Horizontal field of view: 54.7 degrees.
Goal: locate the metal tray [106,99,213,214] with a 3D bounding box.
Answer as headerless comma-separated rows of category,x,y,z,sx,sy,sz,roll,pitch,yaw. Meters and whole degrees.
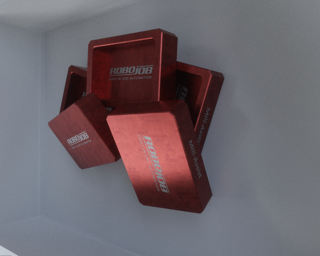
metal tray,0.001,0.034,0.357,0.090,0.030,0.129,-2,118,34

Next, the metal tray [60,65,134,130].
metal tray,-0.101,-0.039,0.480,0.130,0.030,0.089,25,106,37

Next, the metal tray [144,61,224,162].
metal tray,0.017,-0.016,0.385,0.090,0.030,0.129,24,105,37

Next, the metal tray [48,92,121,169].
metal tray,-0.104,0.010,0.441,0.130,0.030,0.090,-19,108,54

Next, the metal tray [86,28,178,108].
metal tray,-0.040,-0.070,0.393,0.130,0.030,0.089,5,93,39
